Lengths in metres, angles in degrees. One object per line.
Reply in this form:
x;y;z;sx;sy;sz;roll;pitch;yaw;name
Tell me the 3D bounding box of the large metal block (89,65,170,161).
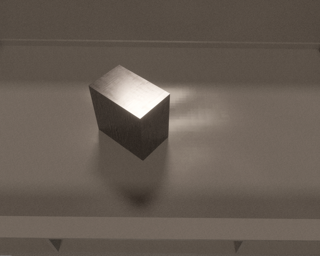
-0.036;-0.019;0.385;0.080;0.080;0.050;33;57;24;large metal block
